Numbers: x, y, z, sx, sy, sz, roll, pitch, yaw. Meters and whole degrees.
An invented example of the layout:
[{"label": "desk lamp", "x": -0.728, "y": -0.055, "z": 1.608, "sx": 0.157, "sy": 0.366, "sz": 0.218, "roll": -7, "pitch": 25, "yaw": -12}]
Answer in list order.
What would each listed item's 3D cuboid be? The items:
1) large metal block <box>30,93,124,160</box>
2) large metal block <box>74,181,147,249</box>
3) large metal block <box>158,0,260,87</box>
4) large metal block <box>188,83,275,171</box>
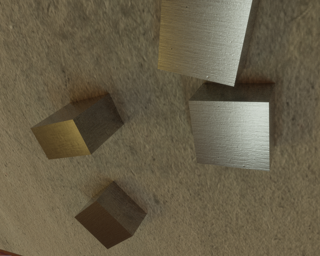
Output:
[{"label": "large metal block", "x": -0.111, "y": -0.002, "z": 0.426, "sx": 0.080, "sy": 0.080, "sz": 0.050, "roll": -9, "pitch": 114, "yaw": 32}, {"label": "large metal block", "x": -0.084, "y": 0.149, "z": 0.525, "sx": 0.080, "sy": 0.050, "sz": 0.080, "roll": 46, "pitch": 129, "yaw": -5}, {"label": "large metal block", "x": 0.047, "y": -0.096, "z": 0.306, "sx": 0.080, "sy": 0.050, "sz": 0.079, "roll": 17, "pitch": 125, "yaw": 18}, {"label": "large metal block", "x": 0.083, "y": -0.003, "z": 0.344, "sx": 0.080, "sy": 0.050, "sz": 0.079, "roll": 4, "pitch": 120, "yaw": 26}]
